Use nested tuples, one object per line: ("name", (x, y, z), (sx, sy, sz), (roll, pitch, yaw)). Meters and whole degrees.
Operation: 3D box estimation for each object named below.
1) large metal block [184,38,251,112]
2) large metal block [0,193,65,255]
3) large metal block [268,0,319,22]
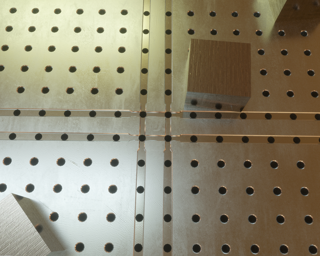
("large metal block", (0.078, -0.071, 0.426), (0.080, 0.050, 0.080), (5, 70, 1))
("large metal block", (-0.170, 0.133, 0.348), (0.080, 0.050, 0.080), (-38, 75, -13))
("large metal block", (0.216, -0.217, 0.480), (0.081, 0.050, 0.080), (-6, 70, -3))
